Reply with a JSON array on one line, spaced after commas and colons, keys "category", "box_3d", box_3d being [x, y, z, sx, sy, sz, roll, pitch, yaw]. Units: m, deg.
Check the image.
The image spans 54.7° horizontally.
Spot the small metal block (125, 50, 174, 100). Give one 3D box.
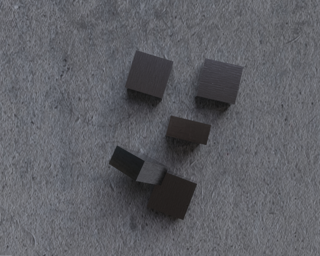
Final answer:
[{"category": "small metal block", "box_3d": [-0.014, -0.069, 0.410, 0.050, 0.025, 0.050, 17, 90, 0]}]

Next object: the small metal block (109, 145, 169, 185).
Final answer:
[{"category": "small metal block", "box_3d": [-0.026, 0.047, 0.387, 0.050, 0.050, 0.025, 24, 90, 38]}]

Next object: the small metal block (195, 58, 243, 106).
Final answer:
[{"category": "small metal block", "box_3d": [0.077, -0.060, 0.410, 0.050, 0.025, 0.050, 13, 90, 0]}]

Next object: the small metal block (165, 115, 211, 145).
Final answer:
[{"category": "small metal block", "box_3d": [0.035, 0.003, 0.398, 0.050, 0.050, 0.025, 14, 90, 0]}]

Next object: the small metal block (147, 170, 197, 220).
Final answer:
[{"category": "small metal block", "box_3d": [0.015, 0.086, 0.410, 0.050, 0.025, 0.050, 21, 90, 0]}]
